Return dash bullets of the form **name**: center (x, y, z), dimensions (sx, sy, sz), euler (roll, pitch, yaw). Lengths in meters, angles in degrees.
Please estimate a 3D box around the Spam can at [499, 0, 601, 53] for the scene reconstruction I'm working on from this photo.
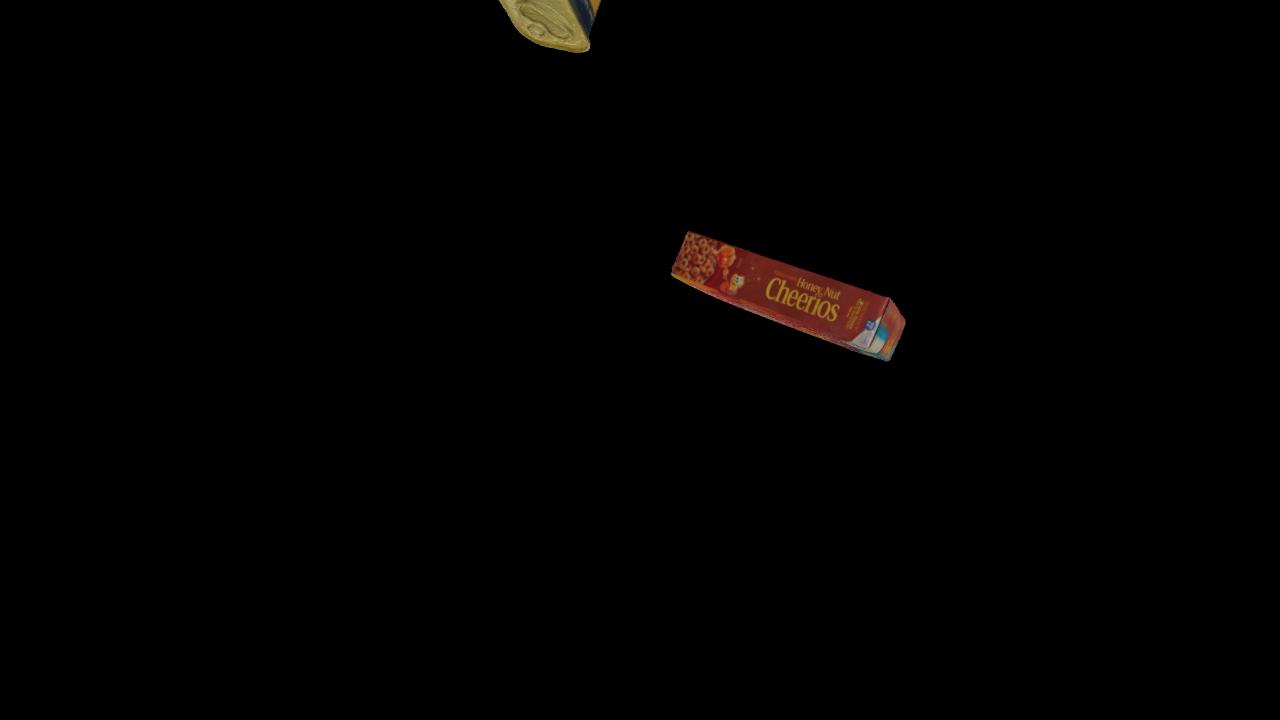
- **Spam can**: center (-0.054, -0.265, 0.390), dimensions (0.058, 0.085, 0.101), euler (19, -2, 13)

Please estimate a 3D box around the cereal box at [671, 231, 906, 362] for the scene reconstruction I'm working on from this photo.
- **cereal box**: center (0.222, -0.091, 0.909), dimensions (0.306, 0.081, 0.203), euler (26, 8, 27)
